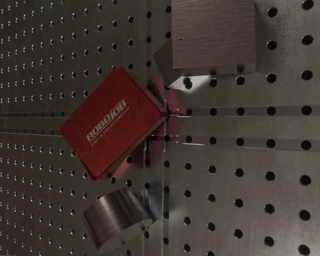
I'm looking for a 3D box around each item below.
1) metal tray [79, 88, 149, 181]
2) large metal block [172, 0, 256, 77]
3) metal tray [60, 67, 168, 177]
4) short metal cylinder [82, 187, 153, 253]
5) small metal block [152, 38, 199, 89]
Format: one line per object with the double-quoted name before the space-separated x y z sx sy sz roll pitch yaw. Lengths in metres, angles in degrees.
"metal tray" -0.080 0.006 0.470 0.090 0.030 0.129 52 120 27
"large metal block" 0.058 -0.100 0.326 0.080 0.050 0.079 -1 89 16
"metal tray" -0.065 -0.007 0.423 0.130 0.030 0.090 -44 80 16
"short metal cylinder" -0.057 0.124 0.419 0.080 0.081 0.050 -49 61 29
"small metal block" 0.024 -0.084 0.388 0.050 0.025 0.050 -35 69 34
